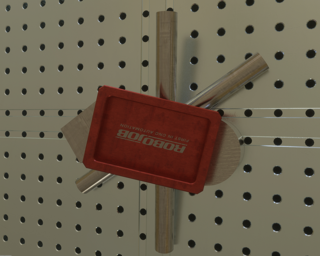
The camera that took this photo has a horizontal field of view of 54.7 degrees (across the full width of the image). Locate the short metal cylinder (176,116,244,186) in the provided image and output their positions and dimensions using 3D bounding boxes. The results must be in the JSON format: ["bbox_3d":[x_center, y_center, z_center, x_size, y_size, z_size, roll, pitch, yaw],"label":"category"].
[{"bbox_3d":[0.059,0.026,0.377,0.080,0.050,0.079,0,90,19],"label":"short metal cylinder"}]

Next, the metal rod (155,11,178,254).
[{"bbox_3d":[0.007,0.013,0.385,0.025,0.025,0.298,4,101,19],"label":"metal rod"}]

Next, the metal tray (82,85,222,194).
[{"bbox_3d":[-0.008,0.012,0.337,0.131,0.030,0.089,13,95,0],"label":"metal tray"}]

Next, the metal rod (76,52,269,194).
[{"bbox_3d":[0.005,0.002,0.410,0.300,0.025,0.025,-35,79,16],"label":"metal rod"}]

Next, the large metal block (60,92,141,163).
[{"bbox_3d":[-0.065,-0.001,0.404,0.080,0.080,0.050,-35,79,16],"label":"large metal block"}]
